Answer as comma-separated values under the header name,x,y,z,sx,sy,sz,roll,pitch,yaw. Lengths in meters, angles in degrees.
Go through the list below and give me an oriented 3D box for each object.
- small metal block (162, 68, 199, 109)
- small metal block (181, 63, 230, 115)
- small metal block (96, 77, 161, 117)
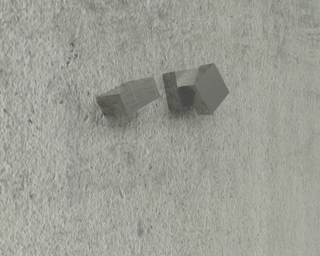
name,x,y,z,sx,sy,sz,roll,pitch,yaw
small metal block,0.035,-0.056,0.433,0.050,0.025,0.050,-17,101,-39
small metal block,0.063,-0.053,0.425,0.050,0.025,0.050,-49,119,-29
small metal block,-0.037,-0.036,0.357,0.050,0.050,0.025,-33,111,-35
